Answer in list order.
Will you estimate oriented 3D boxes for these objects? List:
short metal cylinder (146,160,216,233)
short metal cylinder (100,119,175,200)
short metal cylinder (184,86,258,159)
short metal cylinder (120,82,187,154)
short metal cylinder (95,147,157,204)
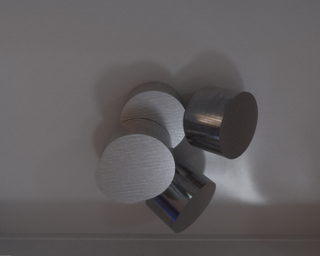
[{"bbox_3d":[0.028,0.089,0.406,0.050,0.081,0.079,36,111,30],"label":"short metal cylinder"},{"bbox_3d":[-0.024,0.035,0.354,0.081,0.050,0.079,0,110,-1],"label":"short metal cylinder"},{"bbox_3d":[0.074,-0.008,0.372,0.081,0.050,0.079,-18,115,-42],"label":"short metal cylinder"},{"bbox_3d":[-0.007,-0.014,0.391,0.081,0.050,0.079,0,110,-1],"label":"short metal cylinder"},{"bbox_3d":[-0.042,0.054,0.416,0.081,0.050,0.079,0,110,-1],"label":"short metal cylinder"}]
